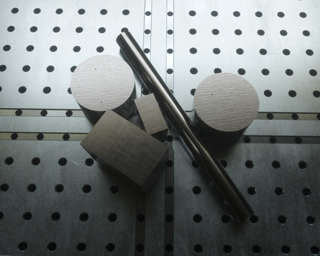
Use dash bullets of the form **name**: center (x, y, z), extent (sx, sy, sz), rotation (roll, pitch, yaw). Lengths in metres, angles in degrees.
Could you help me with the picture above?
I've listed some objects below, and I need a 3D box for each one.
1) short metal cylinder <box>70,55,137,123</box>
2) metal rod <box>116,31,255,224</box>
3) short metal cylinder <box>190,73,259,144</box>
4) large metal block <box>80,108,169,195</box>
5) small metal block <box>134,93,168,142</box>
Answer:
- **short metal cylinder**: center (-0.072, -0.050, 0.412), extent (0.081, 0.050, 0.080), rotation (0, 70, 0)
- **metal rod**: center (0.024, -0.013, 0.412), extent (0.025, 0.025, 0.299), rotation (-30, 73, -10)
- **short metal cylinder**: center (0.082, -0.025, 0.404), extent (0.081, 0.050, 0.080), rotation (0, 70, 0)
- **large metal block**: center (-0.037, 0.032, 0.366), extent (0.080, 0.080, 0.050), rotation (32, 74, 11)
- **small metal block**: center (-0.011, -0.009, 0.397), extent (0.025, 0.050, 0.050), rotation (-20, 72, -7)
